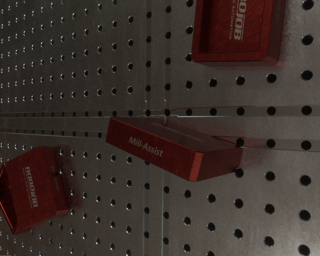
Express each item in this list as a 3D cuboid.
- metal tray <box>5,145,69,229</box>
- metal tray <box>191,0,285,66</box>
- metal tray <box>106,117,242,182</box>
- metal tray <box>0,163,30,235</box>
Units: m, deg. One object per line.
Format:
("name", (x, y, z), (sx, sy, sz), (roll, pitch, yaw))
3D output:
("metal tray", (-0.229, 0.108, 0.572), (0.090, 0.030, 0.130), (-25, 73, 16))
("metal tray", (0.084, -0.135, 0.335), (0.090, 0.030, 0.129), (9, 96, 39))
("metal tray", (0.014, 0.018, 0.354), (0.130, 0.091, 0.030), (20, 103, 38))
("metal tray", (-0.305, 0.145, 0.652), (0.130, 0.030, 0.089), (45, 117, 30))
